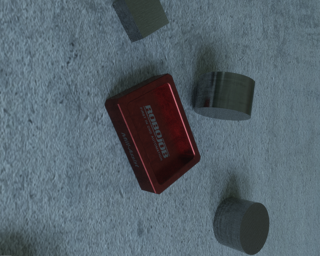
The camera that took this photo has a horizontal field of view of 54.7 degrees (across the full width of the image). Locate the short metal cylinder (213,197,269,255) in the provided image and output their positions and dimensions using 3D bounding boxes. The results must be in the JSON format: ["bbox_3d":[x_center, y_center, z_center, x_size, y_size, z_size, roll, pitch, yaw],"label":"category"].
[{"bbox_3d":[0.132,0.156,0.499,0.081,0.050,0.080,0,90,-40],"label":"short metal cylinder"}]

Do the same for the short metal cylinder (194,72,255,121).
[{"bbox_3d":[0.093,-0.044,0.446,0.081,0.080,0.050,16,80,-39],"label":"short metal cylinder"}]

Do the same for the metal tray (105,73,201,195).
[{"bbox_3d":[-0.004,0.006,0.397,0.091,0.030,0.129,-33,111,-35],"label":"metal tray"}]

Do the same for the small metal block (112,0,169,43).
[{"bbox_3d":[-0.023,-0.142,0.385,0.050,0.025,0.050,-42,115,-32],"label":"small metal block"}]
